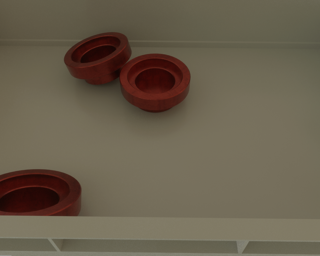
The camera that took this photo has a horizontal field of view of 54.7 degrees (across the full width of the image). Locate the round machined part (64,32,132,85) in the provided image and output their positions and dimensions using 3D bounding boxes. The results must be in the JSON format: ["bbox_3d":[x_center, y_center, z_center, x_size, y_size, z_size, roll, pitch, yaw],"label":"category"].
[{"bbox_3d":[-0.089,-0.102,0.468,0.098,0.042,0.098,-10,42,9],"label":"round machined part"}]

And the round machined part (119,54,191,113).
[{"bbox_3d":[-0.007,-0.060,0.444,0.099,0.042,0.098,0,50,0],"label":"round machined part"}]

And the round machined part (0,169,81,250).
[{"bbox_3d":[-0.129,0.081,0.306,0.099,0.042,0.098,5,17,-1],"label":"round machined part"}]
